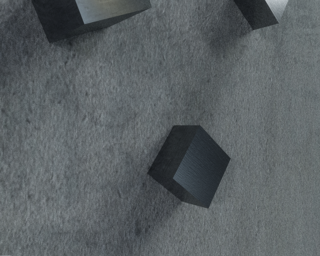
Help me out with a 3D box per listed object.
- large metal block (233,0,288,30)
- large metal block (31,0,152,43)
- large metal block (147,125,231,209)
[{"bbox_3d":[0.179,-0.234,0.541,0.080,0.050,0.080,41,65,-33],"label":"large metal block"},{"bbox_3d":[-0.070,-0.128,0.311,0.081,0.080,0.050,-30,109,-36],"label":"large metal block"},{"bbox_3d":[0.042,0.052,0.426,0.080,0.050,0.080,44,63,-31],"label":"large metal block"}]
